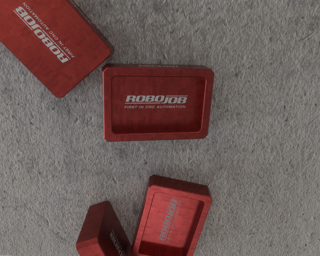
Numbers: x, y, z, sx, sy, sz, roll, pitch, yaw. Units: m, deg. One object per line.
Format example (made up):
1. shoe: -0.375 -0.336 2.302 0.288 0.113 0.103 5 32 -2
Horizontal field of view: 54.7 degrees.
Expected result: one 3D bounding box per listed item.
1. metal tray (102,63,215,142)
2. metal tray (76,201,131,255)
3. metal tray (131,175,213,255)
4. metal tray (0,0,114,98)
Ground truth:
1. metal tray: -0.004 -0.031 0.382 0.131 0.030 0.089 -1 111 -11
2. metal tray: -0.069 0.182 0.441 0.030 0.090 0.129 -19 109 7
3. metal tray: 0.015 0.139 0.458 0.091 0.030 0.129 13 110 -5
4. metal tray: -0.131 -0.112 0.365 0.090 0.030 0.130 -38 106 13
